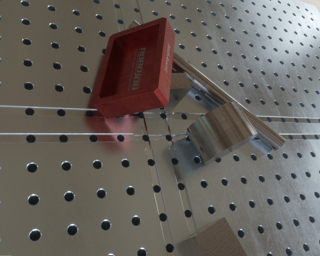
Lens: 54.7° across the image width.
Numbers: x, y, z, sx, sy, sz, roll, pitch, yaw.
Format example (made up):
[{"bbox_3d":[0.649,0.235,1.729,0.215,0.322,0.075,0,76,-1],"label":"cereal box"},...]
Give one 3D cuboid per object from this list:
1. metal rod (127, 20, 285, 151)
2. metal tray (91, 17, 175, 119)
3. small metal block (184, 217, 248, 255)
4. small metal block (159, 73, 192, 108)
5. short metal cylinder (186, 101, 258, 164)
[{"bbox_3d":[0.073,-0.065,0.489,0.301,0.025,0.025,38,51,-3],"label":"metal rod"},{"bbox_3d":[-0.031,-0.079,0.400,0.030,0.090,0.130,52,36,-47],"label":"metal tray"},{"bbox_3d":[0.065,0.140,0.360,0.050,0.025,0.050,-19,72,-36],"label":"small metal block"},{"bbox_3d":[0.008,-0.051,0.429,0.050,0.050,0.025,-7,66,-32],"label":"small metal block"},{"bbox_3d":[0.082,0.008,0.414,0.081,0.080,0.050,-18,72,-35],"label":"short metal cylinder"}]
